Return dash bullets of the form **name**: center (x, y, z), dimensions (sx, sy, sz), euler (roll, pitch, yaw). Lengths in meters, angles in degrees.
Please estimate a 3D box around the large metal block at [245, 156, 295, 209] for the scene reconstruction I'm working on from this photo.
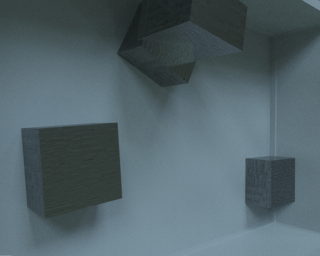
- **large metal block**: center (0.199, 0.094, 0.557), dimensions (0.081, 0.050, 0.080), euler (1, 90, -40)

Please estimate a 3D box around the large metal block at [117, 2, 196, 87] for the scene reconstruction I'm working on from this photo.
- **large metal block**: center (0.005, -0.109, 0.394), dimensions (0.080, 0.050, 0.080), euler (33, 70, -35)

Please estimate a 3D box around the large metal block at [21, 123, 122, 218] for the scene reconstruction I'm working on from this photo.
- **large metal block**: center (-0.089, 0.037, 0.316), dimensions (0.081, 0.050, 0.079), euler (-6, 94, -40)

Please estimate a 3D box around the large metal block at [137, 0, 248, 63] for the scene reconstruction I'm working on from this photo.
- **large metal block**: center (0.034, -0.113, 0.334), dimensions (0.081, 0.080, 0.050), euler (13, 82, -39)
